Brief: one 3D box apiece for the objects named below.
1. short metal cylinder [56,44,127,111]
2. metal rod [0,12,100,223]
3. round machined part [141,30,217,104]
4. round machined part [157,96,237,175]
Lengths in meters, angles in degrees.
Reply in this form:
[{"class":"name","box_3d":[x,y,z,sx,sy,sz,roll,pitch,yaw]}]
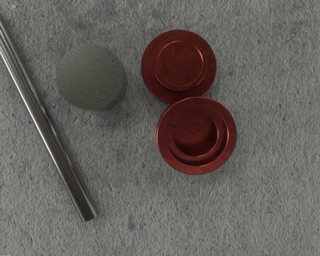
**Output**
[{"class":"short metal cylinder","box_3d":[-0.084,-0.062,0.396,0.081,0.050,0.079,0,90,-1]},{"class":"metal rod","box_3d":[-0.157,-0.016,0.407,0.025,0.025,0.299,-26,90,0]},{"class":"round machined part","box_3d":[0.025,-0.080,0.402,0.099,0.042,0.097,0,90,-1]},{"class":"round machined part","box_3d":[0.044,0.007,0.397,0.099,0.042,0.097,-1,100,-3]}]
